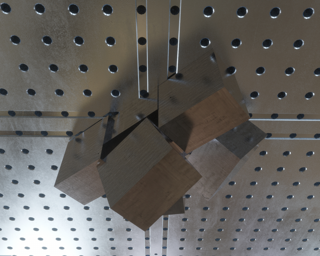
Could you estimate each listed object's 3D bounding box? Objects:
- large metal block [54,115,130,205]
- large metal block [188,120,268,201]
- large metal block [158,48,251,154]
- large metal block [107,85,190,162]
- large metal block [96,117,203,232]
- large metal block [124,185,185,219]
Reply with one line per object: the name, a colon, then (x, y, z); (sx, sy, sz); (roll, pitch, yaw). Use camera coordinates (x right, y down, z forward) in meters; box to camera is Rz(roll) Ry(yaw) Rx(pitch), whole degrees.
large metal block: (-0.084, 0.042, 0.409); (0.080, 0.080, 0.050); (-31, 124, 23)
large metal block: (0.080, 0.034, 0.396); (0.050, 0.081, 0.080); (42, 130, 19)
large metal block: (0.045, -0.031, 0.349); (0.080, 0.080, 0.050); (-32, 124, 24)
large metal block: (-0.009, 0.006, 0.401); (0.080, 0.050, 0.080); (-32, 123, 24)
large metal block: (-0.015, 0.046, 0.332); (0.080, 0.080, 0.050); (-44, 121, 1)
large metal block: (-0.007, 0.087, 0.440); (0.080, 0.080, 0.050); (-7, 93, 6)
